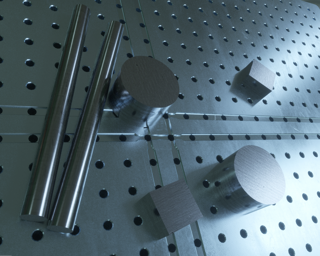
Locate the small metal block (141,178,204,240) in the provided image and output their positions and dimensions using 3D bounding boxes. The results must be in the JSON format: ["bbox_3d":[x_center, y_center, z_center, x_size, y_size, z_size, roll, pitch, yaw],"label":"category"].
[{"bbox_3d":[0.014,0.093,0.359,0.050,0.025,0.050,-16,70,-34],"label":"small metal block"}]

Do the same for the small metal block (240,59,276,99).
[{"bbox_3d":[0.177,-0.089,0.558,0.050,0.025,0.050,33,51,-7],"label":"small metal block"}]

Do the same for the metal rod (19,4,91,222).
[{"bbox_3d":[-0.116,-0.042,0.371,0.025,0.025,0.299,15,56,-20],"label":"metal rod"}]

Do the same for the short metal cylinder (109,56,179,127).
[{"bbox_3d":[-0.022,-0.048,0.410,0.081,0.050,0.080,14,56,-21],"label":"short metal cylinder"}]

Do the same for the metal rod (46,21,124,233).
[{"bbox_3d":[-0.081,-0.027,0.380,0.025,0.025,0.300,19,54,-17],"label":"metal rod"}]

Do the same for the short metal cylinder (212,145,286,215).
[{"bbox_3d":[0.117,0.069,0.413,0.081,0.050,0.080,14,56,-21],"label":"short metal cylinder"}]
